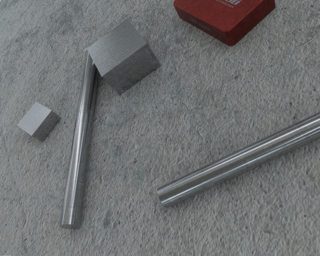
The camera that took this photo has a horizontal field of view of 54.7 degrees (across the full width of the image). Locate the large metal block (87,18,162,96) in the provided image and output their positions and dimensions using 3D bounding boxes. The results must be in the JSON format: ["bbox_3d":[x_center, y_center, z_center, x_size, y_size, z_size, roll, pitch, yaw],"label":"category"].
[{"bbox_3d":[-0.057,-0.111,0.484,0.080,0.050,0.080,-35,51,4],"label":"large metal block"}]

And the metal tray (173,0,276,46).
[{"bbox_3d":[0.093,-0.186,0.465,0.090,0.030,0.130,-43,51,-2],"label":"metal tray"}]

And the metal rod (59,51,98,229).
[{"bbox_3d":[-0.114,-0.004,0.464,0.025,0.025,0.299,-14,56,20],"label":"metal rod"}]

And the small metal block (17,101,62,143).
[{"bbox_3d":[-0.200,-0.011,0.513,0.050,0.025,0.050,25,75,36],"label":"small metal block"}]

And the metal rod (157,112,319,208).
[{"bbox_3d":[0.135,0.012,0.325,0.301,0.025,0.025,-27,53,10],"label":"metal rod"}]
